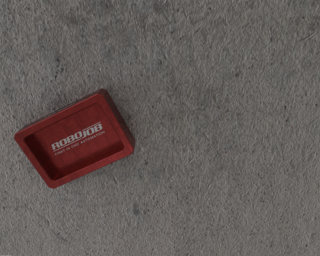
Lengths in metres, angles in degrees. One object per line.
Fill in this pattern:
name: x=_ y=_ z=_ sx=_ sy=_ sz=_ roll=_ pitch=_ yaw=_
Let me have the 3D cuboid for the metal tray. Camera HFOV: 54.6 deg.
metal tray: x=-0.110 y=0.016 z=0.411 sx=0.130 sy=0.030 sz=0.090 roll=-25 pitch=108 yaw=8
